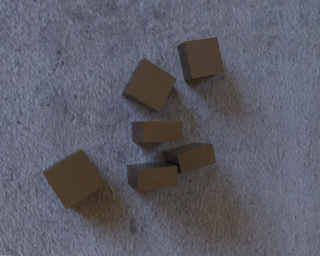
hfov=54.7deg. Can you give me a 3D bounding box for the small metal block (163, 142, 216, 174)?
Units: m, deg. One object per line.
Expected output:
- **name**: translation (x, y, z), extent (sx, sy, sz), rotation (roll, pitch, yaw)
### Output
- **small metal block**: translation (0.038, 0.038, 0.411), extent (0.050, 0.050, 0.025), rotation (-14, 95, -20)

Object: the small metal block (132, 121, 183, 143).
- **small metal block**: translation (-0.005, 0.004, 0.395), extent (0.050, 0.050, 0.025), rotation (0, 91, -20)

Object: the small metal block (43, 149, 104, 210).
- **small metal block**: translation (-0.104, 0.060, 0.371), extent (0.050, 0.025, 0.050), rotation (-32, 101, -18)

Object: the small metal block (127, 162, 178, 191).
- **small metal block**: translation (-0.011, 0.060, 0.393), extent (0.050, 0.050, 0.025), rotation (-3, 92, -20)

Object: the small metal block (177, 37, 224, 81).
- **small metal block**: translation (0.057, -0.096, 0.431), extent (0.050, 0.025, 0.050), rotation (-14, 95, -20)

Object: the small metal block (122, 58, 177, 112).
- **small metal block**: translation (-0.014, -0.054, 0.405), extent (0.050, 0.025, 0.050), rotation (30, 80, -18)
